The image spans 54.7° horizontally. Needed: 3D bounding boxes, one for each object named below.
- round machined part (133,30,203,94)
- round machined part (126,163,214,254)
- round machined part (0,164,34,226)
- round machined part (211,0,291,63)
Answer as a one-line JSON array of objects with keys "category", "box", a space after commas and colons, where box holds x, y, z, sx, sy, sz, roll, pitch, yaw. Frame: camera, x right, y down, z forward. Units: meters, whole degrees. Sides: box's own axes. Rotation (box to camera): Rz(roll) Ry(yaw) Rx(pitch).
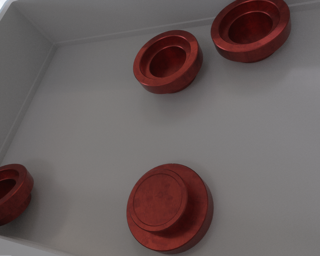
[{"category": "round machined part", "box": [0.015, -0.088, 0.441, 0.098, 0.042, 0.098, -13, 56, 21]}, {"category": "round machined part", "box": [0.005, 0.084, 0.341, 0.098, 0.042, 0.098, -13, 56, 21]}, {"category": "round machined part", "box": [-0.224, 0.099, 0.437, 0.098, 0.042, 0.098, -14, 33, 10]}, {"category": "round machined part", "box": [0.120, -0.125, 0.408, 0.098, 0.042, 0.098, -13, 56, 21]}]
